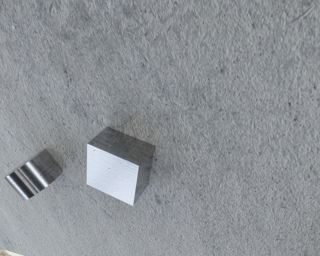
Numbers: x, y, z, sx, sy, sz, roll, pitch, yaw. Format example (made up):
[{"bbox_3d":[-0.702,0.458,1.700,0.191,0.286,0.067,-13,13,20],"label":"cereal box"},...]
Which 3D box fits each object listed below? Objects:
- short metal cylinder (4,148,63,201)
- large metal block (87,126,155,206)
[{"bbox_3d":[-0.216,0.079,0.534,0.080,0.080,0.050,-26,104,37],"label":"short metal cylinder"},{"bbox_3d":[-0.059,0.055,0.456,0.080,0.050,0.079,21,126,15],"label":"large metal block"}]
